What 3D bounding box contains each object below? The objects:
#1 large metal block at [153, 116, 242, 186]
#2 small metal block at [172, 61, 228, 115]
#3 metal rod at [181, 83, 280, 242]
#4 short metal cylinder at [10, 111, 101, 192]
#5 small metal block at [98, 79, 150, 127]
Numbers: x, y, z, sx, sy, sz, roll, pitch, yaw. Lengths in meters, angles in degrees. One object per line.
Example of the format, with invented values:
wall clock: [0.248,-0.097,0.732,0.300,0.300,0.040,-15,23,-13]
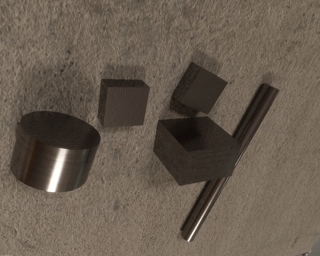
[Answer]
large metal block: [0.047,0.027,0.415,0.081,0.080,0.050,-5,121,-26]
small metal block: [0.052,-0.051,0.405,0.050,0.025,0.050,20,108,-36]
metal rod: [0.108,0.067,0.509,0.025,0.025,0.298,12,112,-34]
short metal cylinder: [-0.109,0.023,0.326,0.081,0.080,0.050,9,114,-33]
small metal block: [-0.044,-0.030,0.366,0.050,0.025,0.050,-3,120,-27]
